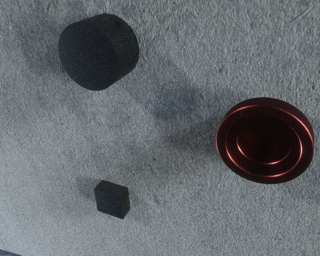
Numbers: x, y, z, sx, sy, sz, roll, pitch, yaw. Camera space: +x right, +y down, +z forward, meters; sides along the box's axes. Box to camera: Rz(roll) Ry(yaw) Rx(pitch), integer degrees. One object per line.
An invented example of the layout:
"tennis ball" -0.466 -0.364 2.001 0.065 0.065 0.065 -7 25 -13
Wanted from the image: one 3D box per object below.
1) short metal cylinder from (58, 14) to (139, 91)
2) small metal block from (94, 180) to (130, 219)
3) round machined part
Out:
"short metal cylinder" -0.072 -0.091 0.371 0.080 0.050 0.079 13 124 20
"small metal block" -0.080 0.120 0.521 0.050 0.025 0.050 12 124 21
"round machined part" 0.115 0.010 0.341 0.098 0.042 0.097 13 124 20
